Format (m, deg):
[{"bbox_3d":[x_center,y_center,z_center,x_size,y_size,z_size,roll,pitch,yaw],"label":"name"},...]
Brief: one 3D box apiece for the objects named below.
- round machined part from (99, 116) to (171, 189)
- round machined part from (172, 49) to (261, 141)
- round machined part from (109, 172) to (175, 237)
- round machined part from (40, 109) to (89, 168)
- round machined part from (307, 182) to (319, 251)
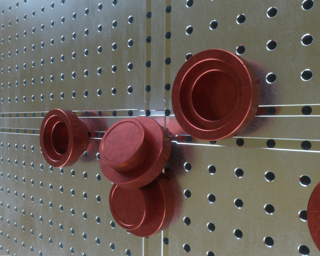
[{"bbox_3d":[-0.039,0.026,0.401,0.098,0.042,0.098,-17,52,24],"label":"round machined part"},{"bbox_3d":[0.064,-0.035,0.344,0.098,0.042,0.097,0,90,39],"label":"round machined part"},{"bbox_3d":[-0.032,0.100,0.422,0.098,0.042,0.097,0,90,39],"label":"round machined part"},{"bbox_3d":[-0.159,0.017,0.527,0.098,0.042,0.097,0,90,39],"label":"round machined part"},{"bbox_3d":[0.178,0.075,0.251,0.098,0.042,0.097,0,90,39],"label":"round machined part"}]
